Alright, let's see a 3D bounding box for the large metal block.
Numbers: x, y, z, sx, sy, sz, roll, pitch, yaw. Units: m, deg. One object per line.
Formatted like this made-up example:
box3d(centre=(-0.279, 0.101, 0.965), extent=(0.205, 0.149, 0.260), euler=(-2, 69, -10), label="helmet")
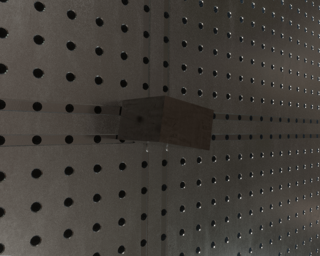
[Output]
box3d(centre=(0.007, -0.004, 0.381), extent=(0.081, 0.080, 0.050), euler=(12, 83, -40), label="large metal block")
